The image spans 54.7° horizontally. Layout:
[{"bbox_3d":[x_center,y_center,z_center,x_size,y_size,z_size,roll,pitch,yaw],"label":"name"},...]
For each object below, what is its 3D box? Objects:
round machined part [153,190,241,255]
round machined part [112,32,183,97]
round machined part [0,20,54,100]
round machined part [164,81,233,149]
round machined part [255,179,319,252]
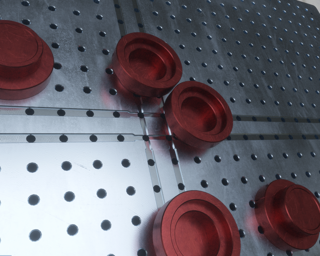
[{"bbox_3d":[0.037,0.123,0.344,0.099,0.042,0.098,14,56,-21],"label":"round machined part"},{"bbox_3d":[-0.021,-0.084,0.439,0.099,0.042,0.098,14,56,-21],"label":"round machined part"},{"bbox_3d":[-0.173,-0.084,0.356,0.099,0.042,0.098,14,56,-21],"label":"round machined part"},{"bbox_3d":[0.050,-0.015,0.435,0.099,0.042,0.098,14,56,-21],"label":"round machined part"},{"bbox_3d":[0.184,0.117,0.428,0.099,0.042,0.098,14,56,-21],"label":"round machined part"}]
